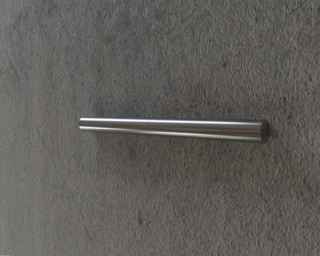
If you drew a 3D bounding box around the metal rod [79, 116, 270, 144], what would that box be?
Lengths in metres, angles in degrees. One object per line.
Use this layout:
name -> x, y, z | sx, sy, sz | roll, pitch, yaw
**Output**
metal rod -> -0.007, -0.002, 0.414 | 0.300, 0.025, 0.025 | 3, 92, 40
